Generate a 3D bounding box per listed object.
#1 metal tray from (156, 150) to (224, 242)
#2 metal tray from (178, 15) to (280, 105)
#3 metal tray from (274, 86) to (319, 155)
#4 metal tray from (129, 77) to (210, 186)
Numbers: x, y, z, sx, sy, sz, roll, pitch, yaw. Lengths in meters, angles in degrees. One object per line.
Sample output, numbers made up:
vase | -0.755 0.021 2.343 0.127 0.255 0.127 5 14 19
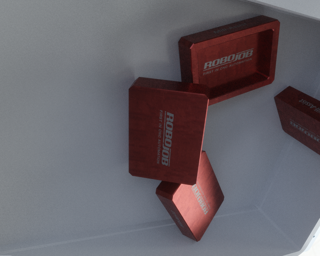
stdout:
metal tray | 0.051 0.103 0.476 0.090 0.030 0.130 -51 135 -27
metal tray | 0.091 -0.086 0.404 0.131 0.030 0.089 -20 126 -17
metal tray | 0.239 -0.001 0.474 0.030 0.130 0.090 -37 130 -4
metal tray | 0.009 0.007 0.385 0.090 0.030 0.129 8 121 7
